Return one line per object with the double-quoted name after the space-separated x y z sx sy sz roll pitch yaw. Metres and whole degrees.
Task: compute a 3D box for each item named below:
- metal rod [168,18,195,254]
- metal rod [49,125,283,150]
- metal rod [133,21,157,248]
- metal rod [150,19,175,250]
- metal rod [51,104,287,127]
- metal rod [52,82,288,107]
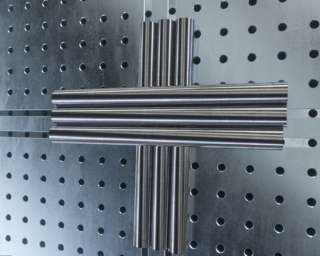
0.028 0.010 0.403 0.025 0.025 0.298 2 91 20 "metal rod"
-0.007 0.010 0.389 0.301 0.025 0.025 1 90 20 "metal rod"
-0.019 0.009 0.420 0.025 0.025 0.298 2 91 20 "metal rod"
0.004 0.009 0.412 0.025 0.025 0.298 2 91 20 "metal rod"
-0.004 -0.015 0.388 0.301 0.025 0.025 1 90 20 "metal rod"
-0.003 -0.040 0.387 0.301 0.025 0.025 1 90 20 "metal rod"
